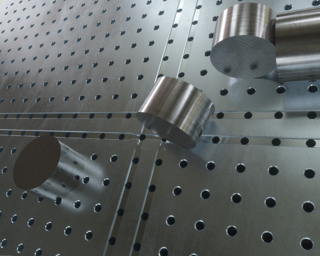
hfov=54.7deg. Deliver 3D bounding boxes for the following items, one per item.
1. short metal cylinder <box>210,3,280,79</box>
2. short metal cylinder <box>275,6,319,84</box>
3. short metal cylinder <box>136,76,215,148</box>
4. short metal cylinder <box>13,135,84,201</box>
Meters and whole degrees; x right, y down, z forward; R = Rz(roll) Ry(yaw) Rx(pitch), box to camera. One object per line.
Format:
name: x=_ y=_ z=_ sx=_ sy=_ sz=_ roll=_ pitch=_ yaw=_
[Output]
short metal cylinder: x=0.105 y=-0.105 z=0.381 sx=0.080 sy=0.080 sz=0.050 roll=-1 pitch=61 yaw=27
short metal cylinder: x=0.160 y=-0.091 z=0.344 sx=0.050 sy=0.080 sz=0.080 roll=-1 pitch=61 yaw=27
short metal cylinder: x=0.018 y=-0.017 z=0.373 sx=0.080 sy=0.080 sz=0.050 roll=19 pitch=72 yaw=35
short metal cylinder: x=-0.156 y=0.057 z=0.437 sx=0.080 sy=0.050 sz=0.080 roll=-13 pitch=56 yaw=20
